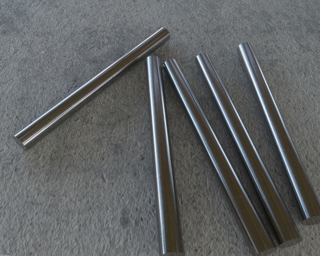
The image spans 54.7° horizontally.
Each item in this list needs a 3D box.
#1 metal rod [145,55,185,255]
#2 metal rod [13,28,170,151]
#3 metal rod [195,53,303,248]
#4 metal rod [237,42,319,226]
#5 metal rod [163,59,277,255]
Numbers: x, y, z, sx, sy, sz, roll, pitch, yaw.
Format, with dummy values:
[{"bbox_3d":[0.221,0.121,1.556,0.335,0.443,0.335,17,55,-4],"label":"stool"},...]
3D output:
[{"bbox_3d":[0.000,0.009,0.395,0.025,0.025,0.300,-3,50,-3],"label":"metal rod"},{"bbox_3d":[-0.083,-0.072,0.462,0.025,0.025,0.301,30,56,22],"label":"metal rod"},{"bbox_3d":[0.099,0.002,0.402,0.025,0.025,0.300,-9,51,-8],"label":"metal rod"},{"bbox_3d":[0.151,-0.018,0.419,0.025,0.025,0.300,-3,50,-3],"label":"metal rod"},{"bbox_3d":[0.059,0.012,0.393,0.025,0.025,0.300,-13,51,-11],"label":"metal rod"}]
